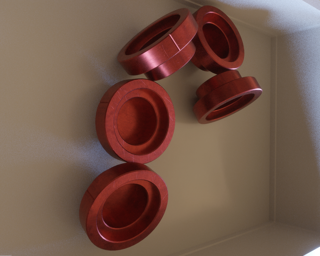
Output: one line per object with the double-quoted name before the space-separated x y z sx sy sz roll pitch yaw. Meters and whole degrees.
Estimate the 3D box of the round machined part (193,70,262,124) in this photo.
"round machined part" 0.091 -0.047 0.442 0.099 0.098 0.042 -11 70 -39

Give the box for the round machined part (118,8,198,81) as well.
"round machined part" 0.002 -0.092 0.360 0.042 0.098 0.098 52 60 -27

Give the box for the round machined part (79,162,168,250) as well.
"round machined part" -0.043 0.082 0.347 0.099 0.042 0.097 -15 117 -30

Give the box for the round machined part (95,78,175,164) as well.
"round machined part" -0.032 -0.009 0.365 0.099 0.042 0.097 -4 97 -39

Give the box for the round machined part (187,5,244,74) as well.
"round machined part" 0.073 -0.121 0.445 0.099 0.042 0.098 16 64 -35
